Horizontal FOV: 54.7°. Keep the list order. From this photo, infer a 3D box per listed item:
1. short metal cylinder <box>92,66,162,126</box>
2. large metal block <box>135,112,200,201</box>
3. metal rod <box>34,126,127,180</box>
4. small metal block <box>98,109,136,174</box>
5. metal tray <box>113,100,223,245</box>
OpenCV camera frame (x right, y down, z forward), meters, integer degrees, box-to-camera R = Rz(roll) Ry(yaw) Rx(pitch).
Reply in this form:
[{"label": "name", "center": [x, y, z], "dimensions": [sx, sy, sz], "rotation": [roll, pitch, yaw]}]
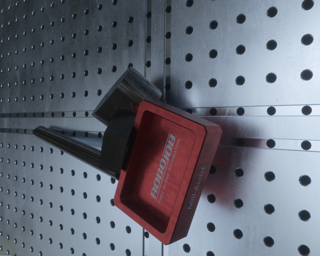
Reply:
[{"label": "short metal cylinder", "center": [-0.043, -0.033, 0.399], "dimensions": [0.050, 0.080, 0.080], "rotation": [39, 123, -15]}, {"label": "large metal block", "center": [0.003, 0.035, 0.387], "dimensions": [0.080, 0.050, 0.080], "rotation": [-42, 65, 31]}, {"label": "metal rod", "center": [-0.136, 0.030, 0.480], "dimensions": [0.300, 0.025, 0.025], "rotation": [13, 99, 50]}, {"label": "small metal block", "center": [-0.047, 0.014, 0.352], "dimensions": [0.025, 0.050, 0.050], "rotation": [16, 124, 0]}, {"label": "metal tray", "center": [0.003, 0.044, 0.332], "dimensions": [0.090, 0.030, 0.129], "rotation": [26, 106, 37]}]
